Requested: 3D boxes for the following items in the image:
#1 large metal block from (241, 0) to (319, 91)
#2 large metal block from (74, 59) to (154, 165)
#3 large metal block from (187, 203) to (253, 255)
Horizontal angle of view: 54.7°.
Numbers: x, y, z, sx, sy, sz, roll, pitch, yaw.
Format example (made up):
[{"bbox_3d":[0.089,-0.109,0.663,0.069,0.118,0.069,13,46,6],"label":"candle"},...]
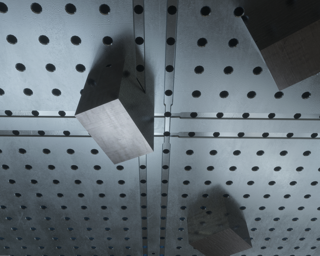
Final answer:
[{"bbox_3d":[0.134,-0.093,0.298,0.080,0.080,0.050,-27,126,20],"label":"large metal block"},{"bbox_3d":[-0.047,-0.019,0.359,0.050,0.080,0.080,-19,128,15],"label":"large metal block"},{"bbox_3d":[0.106,0.189,0.558,0.080,0.050,0.080,-31,124,23],"label":"large metal block"}]
